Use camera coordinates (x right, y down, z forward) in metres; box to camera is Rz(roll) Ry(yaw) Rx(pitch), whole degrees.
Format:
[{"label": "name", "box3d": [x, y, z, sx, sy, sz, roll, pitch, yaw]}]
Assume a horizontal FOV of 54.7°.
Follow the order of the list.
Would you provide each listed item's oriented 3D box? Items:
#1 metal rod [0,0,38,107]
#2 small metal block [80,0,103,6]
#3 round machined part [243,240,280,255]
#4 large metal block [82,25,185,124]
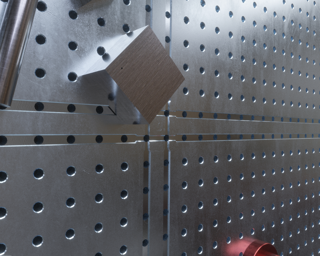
[{"label": "metal rod", "box3d": [-0.123, -0.167, 0.305, 0.025, 0.025, 0.299, 17, 79, -39]}, {"label": "small metal block", "box3d": [-0.072, -0.172, 0.348, 0.050, 0.025, 0.050, -35, 112, -34]}, {"label": "round machined part", "box3d": [0.189, 0.258, 0.557, 0.099, 0.042, 0.097, 0, 90, -40]}, {"label": "large metal block", "box3d": [-0.028, -0.060, 0.369, 0.080, 0.050, 0.080, 52, 60, -28]}]
